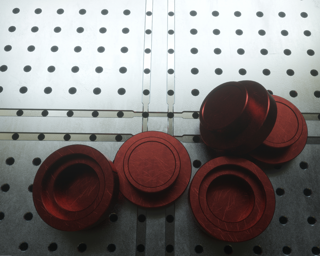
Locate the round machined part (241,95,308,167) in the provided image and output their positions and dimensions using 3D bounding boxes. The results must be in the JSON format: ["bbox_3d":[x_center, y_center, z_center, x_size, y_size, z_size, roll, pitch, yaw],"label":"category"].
[{"bbox_3d":[0.144,-0.001,0.404,0.099,0.042,0.098,0,70,0],"label":"round machined part"}]

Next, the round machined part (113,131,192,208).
[{"bbox_3d":[-0.010,0.049,0.385,0.099,0.042,0.098,0,70,0],"label":"round machined part"}]

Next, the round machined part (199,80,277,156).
[{"bbox_3d":[0.087,-0.018,0.380,0.042,0.098,0.098,35,67,-35],"label":"round machined part"}]

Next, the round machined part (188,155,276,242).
[{"bbox_3d":[0.083,0.085,0.372,0.099,0.042,0.098,0,70,0],"label":"round machined part"}]

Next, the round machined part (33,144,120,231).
[{"bbox_3d":[-0.095,0.072,0.371,0.098,0.042,0.098,-3,73,9],"label":"round machined part"}]
